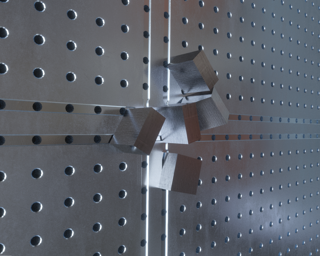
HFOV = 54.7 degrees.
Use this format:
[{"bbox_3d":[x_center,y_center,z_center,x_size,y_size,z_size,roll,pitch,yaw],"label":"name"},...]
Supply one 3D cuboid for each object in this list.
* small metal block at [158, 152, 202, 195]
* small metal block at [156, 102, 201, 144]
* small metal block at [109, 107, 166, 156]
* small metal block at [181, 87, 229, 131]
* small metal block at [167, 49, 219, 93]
[{"bbox_3d":[0.029,0.065,0.436,0.050,0.025,0.050,19,78,-39],"label":"small metal block"},{"bbox_3d":[0.025,-0.007,0.416,0.025,0.050,0.050,-17,101,-39],"label":"small metal block"},{"bbox_3d":[-0.027,0.004,0.372,0.025,0.050,0.050,38,67,-34],"label":"small metal block"},{"bbox_3d":[0.065,-0.026,0.446,0.050,0.050,0.025,54,37,-27],"label":"small metal block"},{"bbox_3d":[0.046,-0.078,0.433,0.025,0.050,0.050,-50,120,-28],"label":"small metal block"}]
